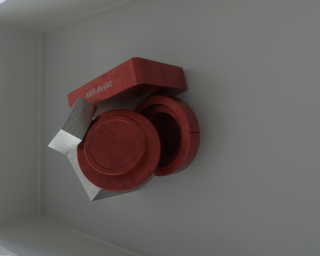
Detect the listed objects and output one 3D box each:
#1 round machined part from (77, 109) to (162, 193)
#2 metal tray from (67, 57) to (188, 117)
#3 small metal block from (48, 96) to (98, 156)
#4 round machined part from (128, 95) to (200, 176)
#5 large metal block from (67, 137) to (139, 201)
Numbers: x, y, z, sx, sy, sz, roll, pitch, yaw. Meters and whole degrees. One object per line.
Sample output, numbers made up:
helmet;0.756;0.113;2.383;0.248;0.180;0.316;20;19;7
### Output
round machined part;-0.048;0.023;0.356;0.099;0.042;0.098;-1;72;4
metal tray;-0.043;-0.045;0.395;0.130;0.091;0.030;-19;79;38
small metal block;-0.103;-0.002;0.367;0.050;0.025;0.050;-37;28;47
round machined part;0.009;0.009;0.386;0.098;0.042;0.097;0;90;39
large metal block;-0.067;0.045;0.423;0.050;0.081;0.080;-51;60;27
